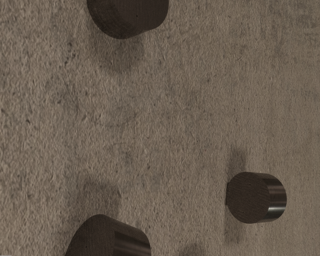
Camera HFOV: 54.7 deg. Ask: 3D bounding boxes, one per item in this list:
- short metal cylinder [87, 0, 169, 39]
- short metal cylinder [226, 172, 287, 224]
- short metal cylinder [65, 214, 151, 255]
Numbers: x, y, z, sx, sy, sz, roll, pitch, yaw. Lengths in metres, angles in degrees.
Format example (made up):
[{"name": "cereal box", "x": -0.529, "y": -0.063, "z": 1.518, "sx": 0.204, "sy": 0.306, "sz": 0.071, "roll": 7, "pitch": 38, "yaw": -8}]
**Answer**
[{"name": "short metal cylinder", "x": -0.037, "y": -0.148, "z": 0.359, "sx": 0.081, "sy": 0.050, "sz": 0.079, "roll": 0, "pitch": 90, "yaw": -40}, {"name": "short metal cylinder", "x": 0.155, "y": 0.113, "z": 0.503, "sx": 0.050, "sy": 0.080, "sz": 0.080, "roll": 11, "pitch": 83, "yaw": -40}, {"name": "short metal cylinder", "x": -0.056, "y": 0.138, "z": 0.324, "sx": 0.050, "sy": 0.080, "sz": 0.080, "roll": 36, "pitch": 68, "yaw": -35}]
